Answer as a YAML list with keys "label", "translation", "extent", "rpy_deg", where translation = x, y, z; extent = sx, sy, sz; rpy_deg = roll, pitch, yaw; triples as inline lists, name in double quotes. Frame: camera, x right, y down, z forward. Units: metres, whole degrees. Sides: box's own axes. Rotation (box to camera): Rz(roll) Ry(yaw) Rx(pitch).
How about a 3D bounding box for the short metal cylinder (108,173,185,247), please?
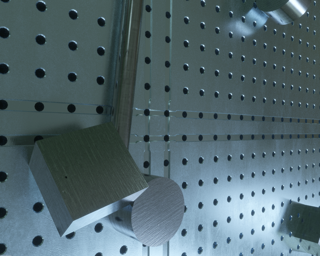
- label: "short metal cylinder"
  translation: [-0.016, 0.097, 0.379]
  extent: [0.081, 0.050, 0.080]
  rpy_deg: [0, 90, -40]

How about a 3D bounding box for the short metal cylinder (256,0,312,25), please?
- label: "short metal cylinder"
  translation: [0.223, -0.236, 0.559]
  extent: [0.050, 0.080, 0.080]
  rpy_deg: [19, 78, -39]

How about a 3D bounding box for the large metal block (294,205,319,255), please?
- label: "large metal block"
  translation: [0.350, 0.230, 0.686]
  extent: [0.080, 0.050, 0.080]
  rpy_deg: [48, 62, -30]

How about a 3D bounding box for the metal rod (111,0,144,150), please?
- label: "metal rod"
  translation: [-0.037, -0.111, 0.377]
  extent: [0.025, 0.025, 0.298]
  rpy_deg: [9, 84, -40]

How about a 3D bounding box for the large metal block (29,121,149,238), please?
- label: "large metal block"
  translation: [-0.072, 0.048, 0.309]
  extent: [0.081, 0.050, 0.080]
  rpy_deg: [-17, 68, -38]
